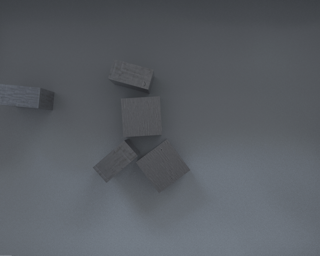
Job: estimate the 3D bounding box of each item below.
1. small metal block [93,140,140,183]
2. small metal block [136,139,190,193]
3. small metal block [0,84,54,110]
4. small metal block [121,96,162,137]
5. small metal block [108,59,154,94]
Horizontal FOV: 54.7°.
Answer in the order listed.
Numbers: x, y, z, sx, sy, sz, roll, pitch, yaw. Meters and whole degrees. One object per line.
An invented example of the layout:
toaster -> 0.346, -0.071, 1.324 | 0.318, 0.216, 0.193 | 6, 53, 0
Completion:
small metal block -> -0.054, 0.040, 0.398 | 0.050, 0.050, 0.025 | -41, 90, 0
small metal block -> 0.004, 0.049, 0.411 | 0.050, 0.025, 0.050 | -37, 90, 0
small metal block -> -0.170, -0.039, 0.397 | 0.050, 0.050, 0.025 | 5, 90, 0
small metal block -> -0.024, -0.015, 0.411 | 0.050, 0.025, 0.050 | -4, 90, 0
small metal block -> -0.035, -0.065, 0.398 | 0.050, 0.050, 0.025 | 15, 90, 0
